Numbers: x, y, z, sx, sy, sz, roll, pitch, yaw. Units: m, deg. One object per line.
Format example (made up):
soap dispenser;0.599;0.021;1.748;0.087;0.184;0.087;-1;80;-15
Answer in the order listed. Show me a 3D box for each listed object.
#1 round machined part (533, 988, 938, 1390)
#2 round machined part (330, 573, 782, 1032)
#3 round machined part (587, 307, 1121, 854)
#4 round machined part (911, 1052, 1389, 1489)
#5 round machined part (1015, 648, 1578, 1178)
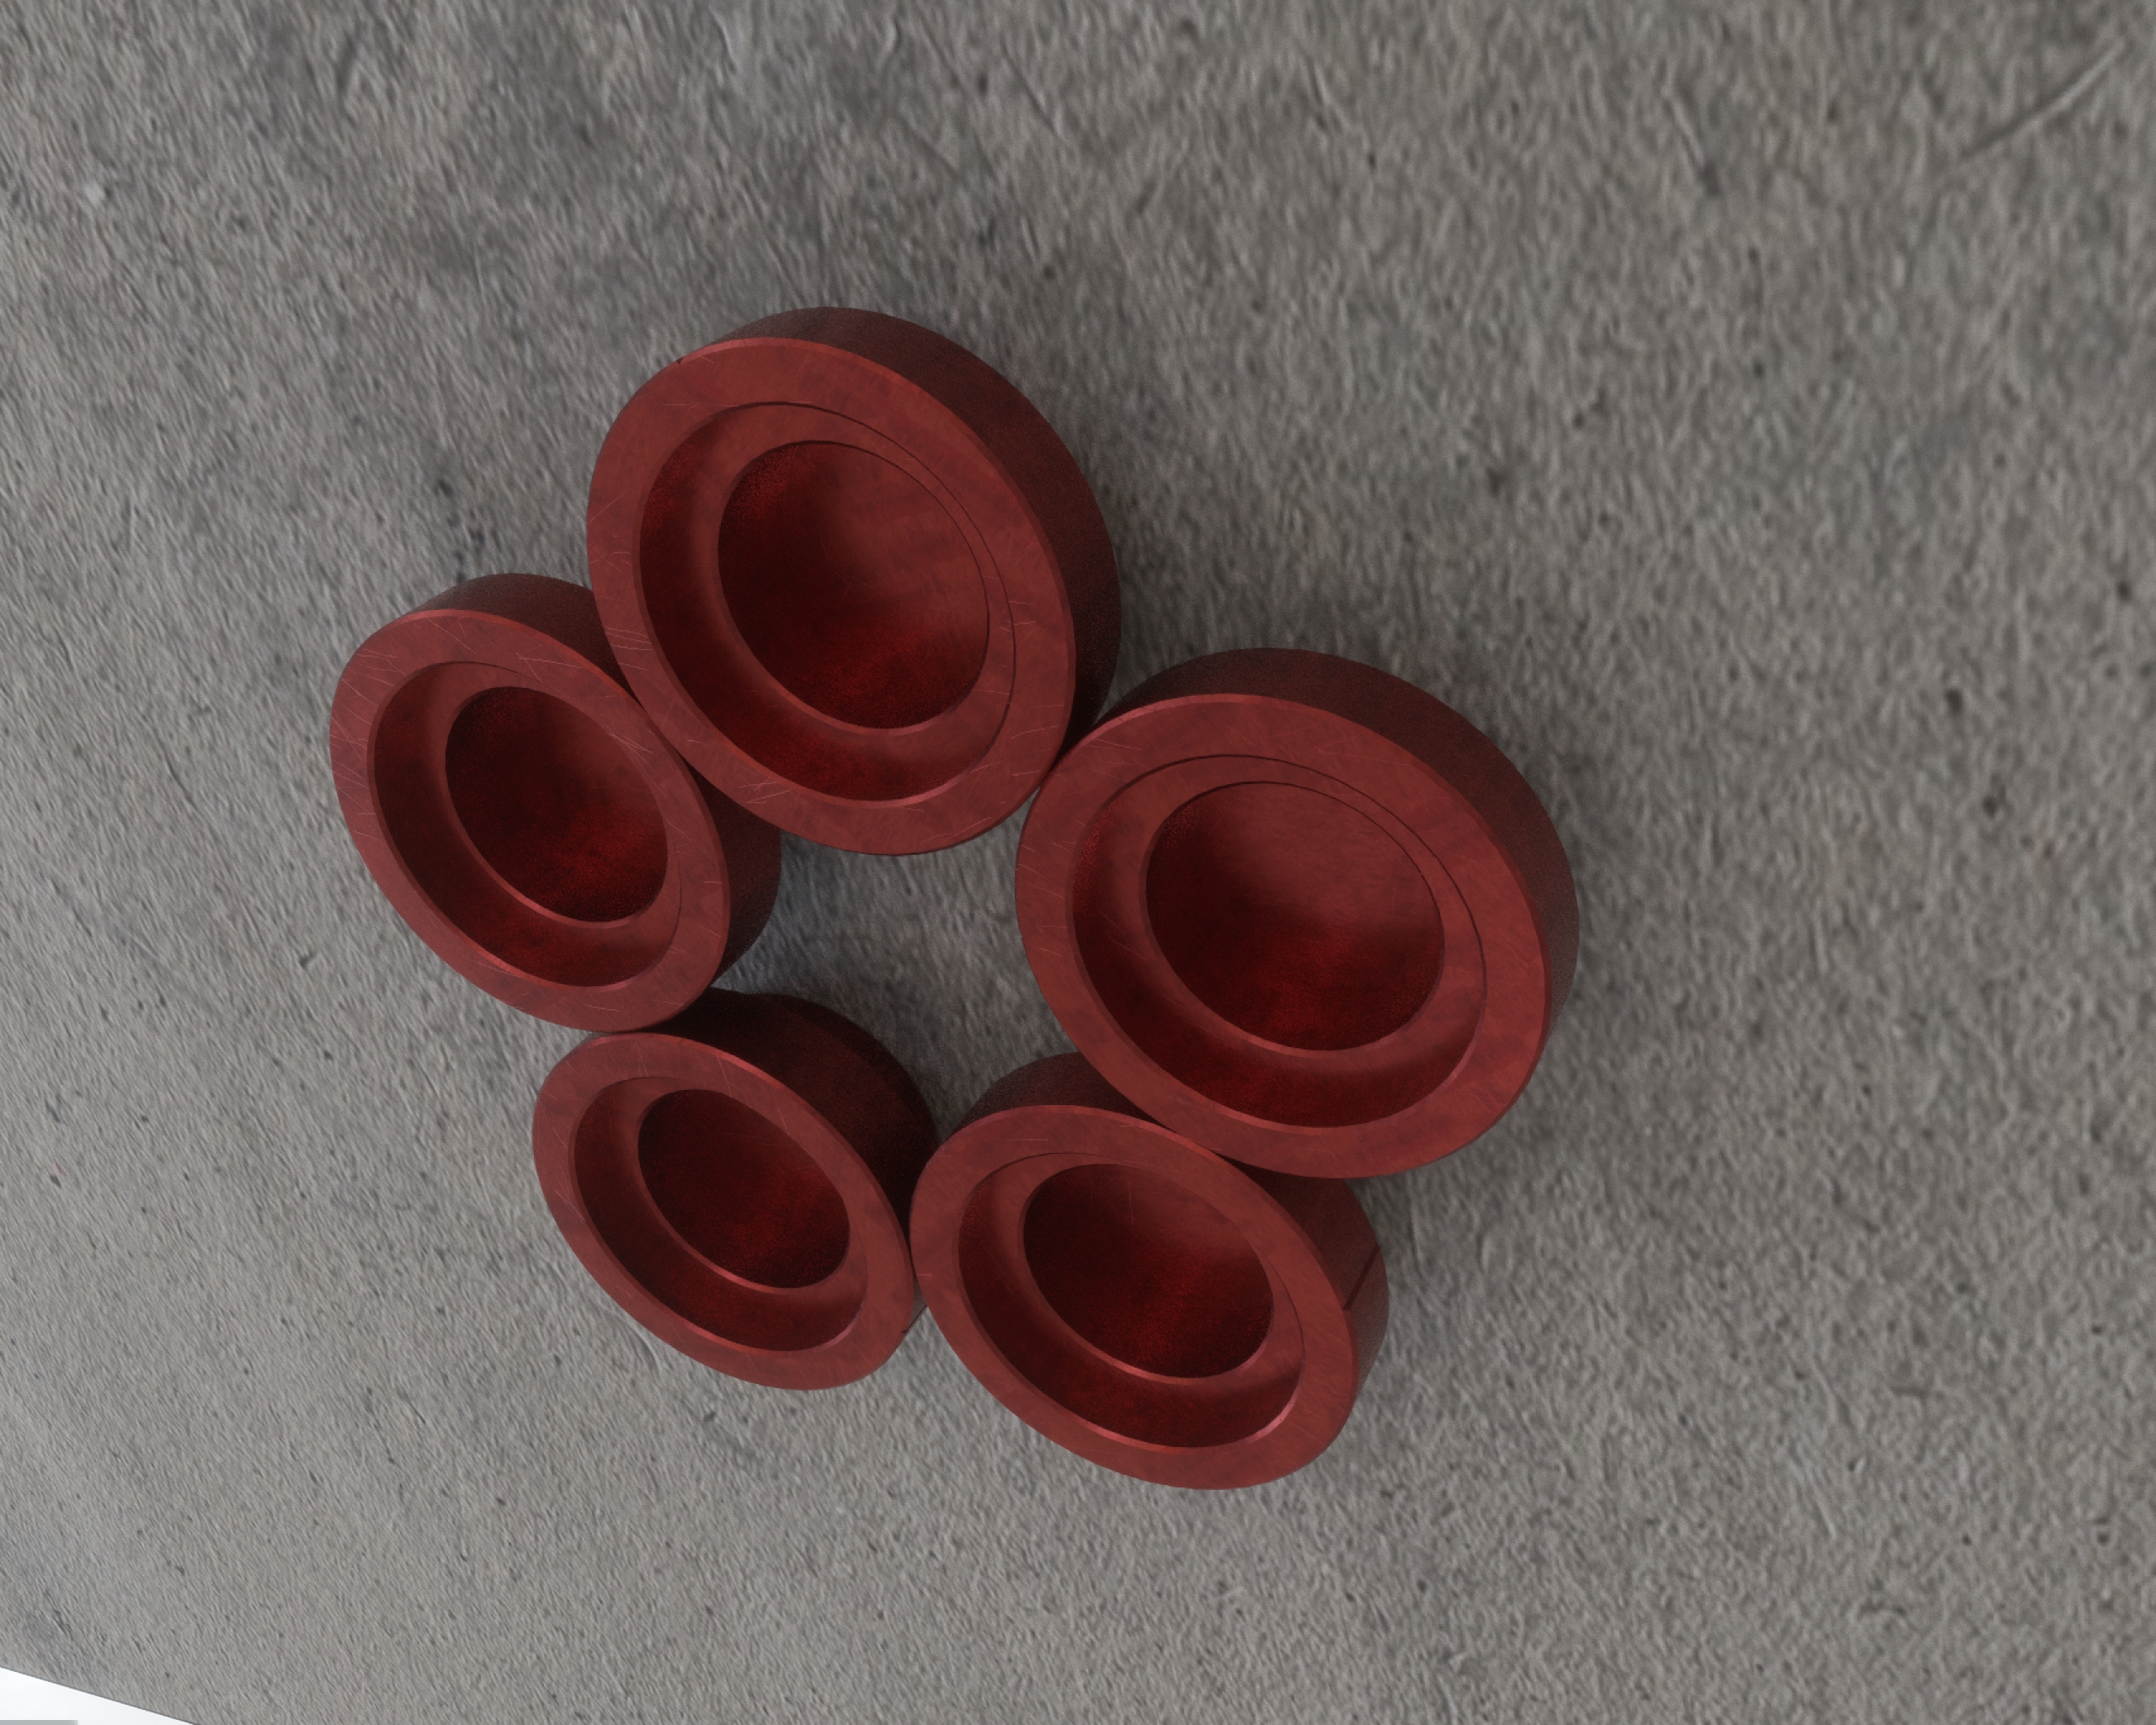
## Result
round machined part;-0.071;0.069;0.476;0.098;0.042;0.097;13;124;21
round machined part;-0.105;-0.016;0.441;0.098;0.042;0.097;13;124;21
round machined part;-0.037;-0.054;0.382;0.098;0.042;0.097;13;124;21
round machined part;0.018;0.079;0.435;0.098;0.042;0.097;13;124;21
round machined part;0.042;0.005;0.377;0.098;0.042;0.097;13;124;21
